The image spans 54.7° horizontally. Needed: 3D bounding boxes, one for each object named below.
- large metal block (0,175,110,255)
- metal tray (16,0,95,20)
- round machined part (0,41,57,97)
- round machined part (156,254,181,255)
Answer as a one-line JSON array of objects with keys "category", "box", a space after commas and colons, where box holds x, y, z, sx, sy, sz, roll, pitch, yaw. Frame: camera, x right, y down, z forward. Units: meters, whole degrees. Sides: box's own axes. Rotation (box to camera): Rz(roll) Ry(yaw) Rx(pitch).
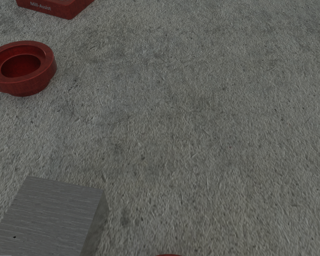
[{"category": "large metal block", "box": [-0.103, 0.100, 0.302, 0.080, 0.050, 0.080, 9, 51, 7]}, {"category": "metal tray", "box": [-0.210, -0.265, 0.619, 0.130, 0.030, 0.090, 19, 52, 15]}, {"category": "round machined part", "box": [-0.204, -0.084, 0.460, 0.099, 0.042, 0.098, 0, 50, 0]}, {"category": "round machined part", "box": [0.008, 0.156, 0.261, 0.099, 0.042, 0.098, 0, 50, 0]}]
